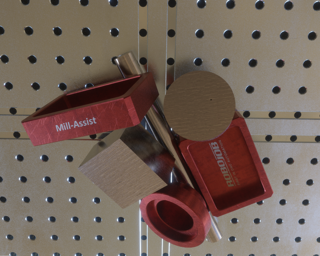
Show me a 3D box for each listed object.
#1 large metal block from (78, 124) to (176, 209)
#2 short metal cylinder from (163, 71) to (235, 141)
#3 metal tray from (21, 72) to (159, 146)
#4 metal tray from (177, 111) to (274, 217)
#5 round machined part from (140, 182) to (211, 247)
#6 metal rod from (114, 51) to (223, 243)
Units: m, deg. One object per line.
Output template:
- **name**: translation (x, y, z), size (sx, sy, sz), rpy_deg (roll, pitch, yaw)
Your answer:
- **large metal block**: translation (-0.041, 0.045, 0.393), size (0.080, 0.050, 0.080), rpy_deg (-34, 108, 30)
- **short metal cylinder**: translation (0.048, -0.024, 0.372), size (0.080, 0.050, 0.080), rpy_deg (-1, 86, 11)
- **metal tray**: translation (-0.075, -0.023, 0.350), size (0.130, 0.090, 0.030), rpy_deg (-11, 112, 19)
- **metal tray**: translation (0.090, 0.051, 0.427), size (0.090, 0.030, 0.129), rpy_deg (-24, 109, 8)
- **round machined part**: translation (0.025, 0.114, 0.427), size (0.098, 0.042, 0.097), rpy_deg (17, 129, 23)
- **metal rod**: translation (0.019, 0.038, 0.423), size (0.025, 0.025, 0.299), rpy_deg (-24, 109, 8)
